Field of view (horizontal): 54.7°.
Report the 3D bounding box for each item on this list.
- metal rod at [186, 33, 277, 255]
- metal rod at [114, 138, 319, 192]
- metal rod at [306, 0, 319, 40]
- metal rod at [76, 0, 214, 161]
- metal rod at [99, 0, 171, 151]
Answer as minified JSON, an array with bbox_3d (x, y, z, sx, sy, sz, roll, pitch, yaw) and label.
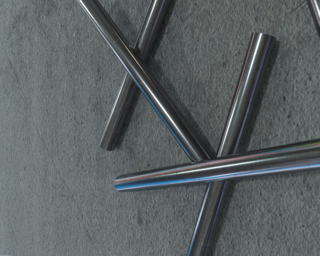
[{"bbox_3d":[0.071,0.047,0.346,0.025,0.025,0.298,23,104,37],"label":"metal rod"},{"bbox_3d":[0.040,0.049,0.341,0.299,0.025,0.025,-19,78,48],"label":"metal rod"},{"bbox_3d":[0.170,-0.024,0.264,0.025,0.025,0.299,-21,77,38],"label":"metal rod"},{"bbox_3d":[-0.030,-0.077,0.400,0.025,0.025,0.299,-44,72,31],"label":"metal rod"},{"bbox_3d":[-0.026,-0.102,0.426,0.025,0.025,0.298,35,112,34],"label":"metal rod"}]
